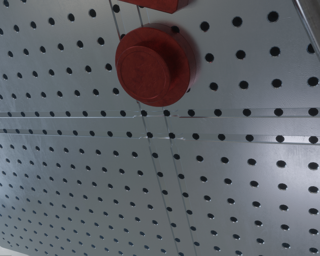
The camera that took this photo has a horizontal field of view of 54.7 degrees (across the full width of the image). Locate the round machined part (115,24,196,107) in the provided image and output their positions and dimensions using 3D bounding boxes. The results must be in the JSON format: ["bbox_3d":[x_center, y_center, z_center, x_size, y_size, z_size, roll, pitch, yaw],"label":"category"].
[{"bbox_3d":[-0.011,-0.068,0.364,0.098,0.042,0.097,13,124,21],"label":"round machined part"}]

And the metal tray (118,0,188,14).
[{"bbox_3d":[-0.010,-0.187,0.297,0.090,0.030,0.129,20,126,16],"label":"metal tray"}]

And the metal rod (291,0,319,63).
[{"bbox_3d":[0.097,-0.165,0.257,0.025,0.025,0.299,-22,107,36],"label":"metal rod"}]
